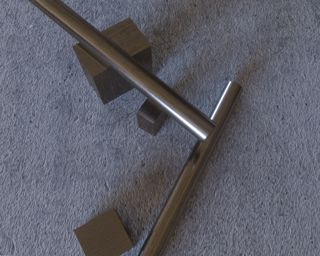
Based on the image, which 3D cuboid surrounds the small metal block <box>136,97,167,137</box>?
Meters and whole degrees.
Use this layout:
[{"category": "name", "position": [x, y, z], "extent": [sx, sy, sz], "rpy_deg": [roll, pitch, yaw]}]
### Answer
[{"category": "small metal block", "position": [-0.005, -0.023, 0.403], "extent": [0.025, 0.050, 0.050], "rpy_deg": [30, 73, 10]}]

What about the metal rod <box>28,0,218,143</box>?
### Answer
[{"category": "metal rod", "position": [-0.060, -0.088, 0.354], "extent": [0.300, 0.025, 0.025], "rpy_deg": [40, 75, 13]}]

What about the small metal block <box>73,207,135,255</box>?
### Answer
[{"category": "small metal block", "position": [-0.064, 0.129, 0.360], "extent": [0.050, 0.025, 0.050], "rpy_deg": [-29, 73, -11]}]

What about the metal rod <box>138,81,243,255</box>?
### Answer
[{"category": "metal rod", "position": [0.033, 0.067, 0.383], "extent": [0.025, 0.025, 0.300], "rpy_deg": [27, 72, 9]}]

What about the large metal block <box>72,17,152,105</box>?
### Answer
[{"category": "large metal block", "position": [-0.058, -0.085, 0.409], "extent": [0.080, 0.080, 0.050], "rpy_deg": [-31, 73, -11]}]
